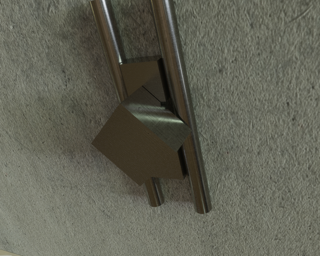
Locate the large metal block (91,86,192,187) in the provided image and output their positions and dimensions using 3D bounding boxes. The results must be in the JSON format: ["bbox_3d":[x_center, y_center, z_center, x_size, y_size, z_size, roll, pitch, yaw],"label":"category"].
[{"bbox_3d":[-0.023,0.011,0.375,0.080,0.050,0.080,42,129,-1],"label":"large metal block"}]

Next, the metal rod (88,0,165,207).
[{"bbox_3d":[-0.037,-0.016,0.417,0.025,0.025,0.298,0,119,27],"label":"metal rod"}]

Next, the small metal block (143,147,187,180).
[{"bbox_3d":[0.010,0.042,0.427,0.050,0.025,0.050,1,119,27],"label":"small metal block"}]

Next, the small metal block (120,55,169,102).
[{"bbox_3d":[-0.015,-0.059,0.377,0.050,0.025,0.050,1,119,27],"label":"small metal block"}]

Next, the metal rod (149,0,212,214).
[{"bbox_3d":[0.030,-0.015,0.382,0.025,0.025,0.298,0,119,27],"label":"metal rod"}]
